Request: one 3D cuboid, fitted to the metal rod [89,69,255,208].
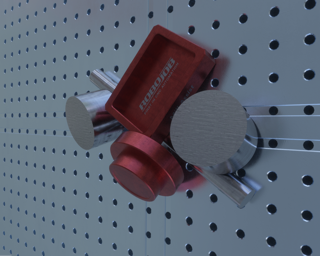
[{"bbox_3d":[-0.004,-0.003,0.413,0.300,0.025,0.025,39,114,33],"label":"metal rod"}]

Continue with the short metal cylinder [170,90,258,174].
[{"bbox_3d":[0.058,0.006,0.330,0.080,0.050,0.080,-9,69,26],"label":"short metal cylinder"}]

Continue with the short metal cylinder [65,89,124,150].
[{"bbox_3d":[-0.097,-0.013,0.458,0.080,0.050,0.079,24,124,42],"label":"short metal cylinder"}]

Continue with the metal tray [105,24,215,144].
[{"bbox_3d":[-0.004,-0.054,0.390,0.090,0.030,0.130,39,100,33],"label":"metal tray"}]

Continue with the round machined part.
[{"bbox_3d":[-0.023,0.053,0.382,0.098,0.042,0.098,27,148,19],"label":"round machined part"}]
